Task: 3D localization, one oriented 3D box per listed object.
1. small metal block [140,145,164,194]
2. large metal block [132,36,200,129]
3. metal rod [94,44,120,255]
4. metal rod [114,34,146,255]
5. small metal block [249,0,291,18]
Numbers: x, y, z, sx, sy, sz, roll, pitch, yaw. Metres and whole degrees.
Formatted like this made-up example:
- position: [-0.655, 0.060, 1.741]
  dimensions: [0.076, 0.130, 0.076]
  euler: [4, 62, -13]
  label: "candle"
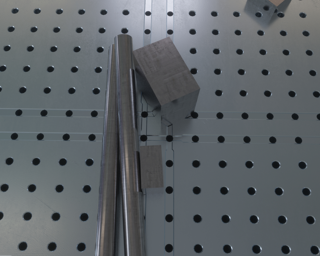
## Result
- position: [-0.010, 0.052, 0.379]
  dimensions: [0.025, 0.050, 0.050]
  euler: [-3, 70, -1]
  label: "small metal block"
- position: [0.006, -0.056, 0.403]
  dimensions: [0.050, 0.080, 0.080]
  euler: [-25, 72, -9]
  label: "large metal block"
- position: [-0.063, 0.025, 0.402]
  dimensions: [0.025, 0.025, 0.299]
  euler: [0, 70, 0]
  label: "metal rod"
- position: [-0.039, 0.021, 0.390]
  dimensions: [0.025, 0.025, 0.299]
  euler: [-4, 75, -2]
  label: "metal rod"
- position: [0.178, -0.212, 0.491]
  dimensions: [0.050, 0.025, 0.050]
  euler: [-41, 75, -14]
  label: "small metal block"
